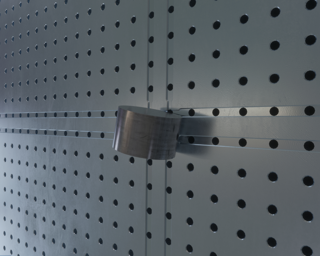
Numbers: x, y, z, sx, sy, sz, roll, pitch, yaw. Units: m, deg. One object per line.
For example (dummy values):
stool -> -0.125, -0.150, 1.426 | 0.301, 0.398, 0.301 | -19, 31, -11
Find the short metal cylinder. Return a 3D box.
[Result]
short metal cylinder -> -0.016, 0.004, 0.388 | 0.080, 0.081, 0.050 | 17, 101, 39
